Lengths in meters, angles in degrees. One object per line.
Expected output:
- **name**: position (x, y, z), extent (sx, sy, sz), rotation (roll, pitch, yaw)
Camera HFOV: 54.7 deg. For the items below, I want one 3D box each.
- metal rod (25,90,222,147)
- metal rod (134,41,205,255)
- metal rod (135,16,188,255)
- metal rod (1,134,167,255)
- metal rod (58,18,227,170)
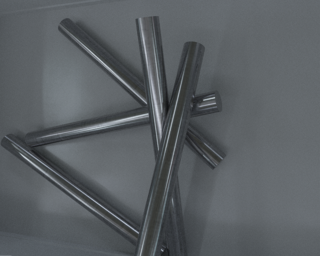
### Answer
- **metal rod**: position (-0.067, -0.006, 0.415), extent (0.300, 0.025, 0.025), rotation (-10, 87, 26)
- **metal rod**: position (0.005, 0.049, 0.323), extent (0.025, 0.025, 0.299), rotation (9, 77, 20)
- **metal rod**: position (0.005, 0.027, 0.364), extent (0.025, 0.025, 0.298), rotation (-2, 106, 20)
- **metal rod**: position (-0.120, 0.093, 0.452), extent (0.300, 0.025, 0.025), rotation (31, 100, 17)
- **metal rod**: position (-0.033, -0.054, 0.422), extent (0.300, 0.025, 0.025), rotation (42, 103, 15)
